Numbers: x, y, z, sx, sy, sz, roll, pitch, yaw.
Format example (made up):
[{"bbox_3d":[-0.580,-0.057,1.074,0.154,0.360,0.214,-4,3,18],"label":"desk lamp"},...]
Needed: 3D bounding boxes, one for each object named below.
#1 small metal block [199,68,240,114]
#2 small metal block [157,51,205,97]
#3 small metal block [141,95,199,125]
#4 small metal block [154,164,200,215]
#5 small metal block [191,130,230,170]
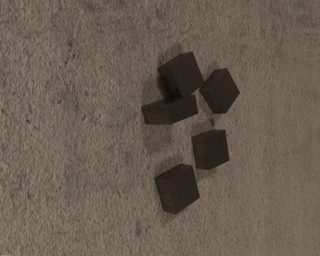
[{"bbox_3d":[0.094,-0.058,0.487,0.050,0.025,0.050,-51,120,-28],"label":"small metal block"},{"bbox_3d":[0.030,-0.072,0.432,0.050,0.025,0.050,-38,114,-33],"label":"small metal block"},{"bbox_3d":[0.013,-0.023,0.401,0.050,0.050,0.025,-22,104,-38],"label":"small metal block"},{"bbox_3d":[0.025,0.083,0.428,0.050,0.025,0.050,-23,105,-38],"label":"small metal block"},{"bbox_3d":[0.078,0.032,0.473,0.050,0.025,0.050,-16,101,-39],"label":"small metal block"}]
